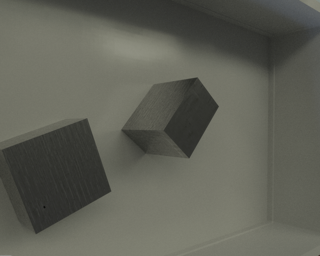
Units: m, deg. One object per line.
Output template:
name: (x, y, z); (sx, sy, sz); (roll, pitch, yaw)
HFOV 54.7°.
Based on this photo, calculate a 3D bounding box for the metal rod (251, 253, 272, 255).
metal rod: (0.293, 0.292, 0.643); (0.302, 0.025, 0.025); (24, 75, -31)

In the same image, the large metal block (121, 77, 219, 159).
large metal block: (0.012, -0.012, 0.383); (0.050, 0.080, 0.080); (48, 61, -30)

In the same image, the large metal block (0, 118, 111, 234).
large metal block: (-0.105, 0.041, 0.303); (0.081, 0.050, 0.080); (-25, 106, -37)

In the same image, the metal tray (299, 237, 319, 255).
metal tray: (0.341, 0.309, 0.656); (0.030, 0.090, 0.130); (31, 70, -48)
